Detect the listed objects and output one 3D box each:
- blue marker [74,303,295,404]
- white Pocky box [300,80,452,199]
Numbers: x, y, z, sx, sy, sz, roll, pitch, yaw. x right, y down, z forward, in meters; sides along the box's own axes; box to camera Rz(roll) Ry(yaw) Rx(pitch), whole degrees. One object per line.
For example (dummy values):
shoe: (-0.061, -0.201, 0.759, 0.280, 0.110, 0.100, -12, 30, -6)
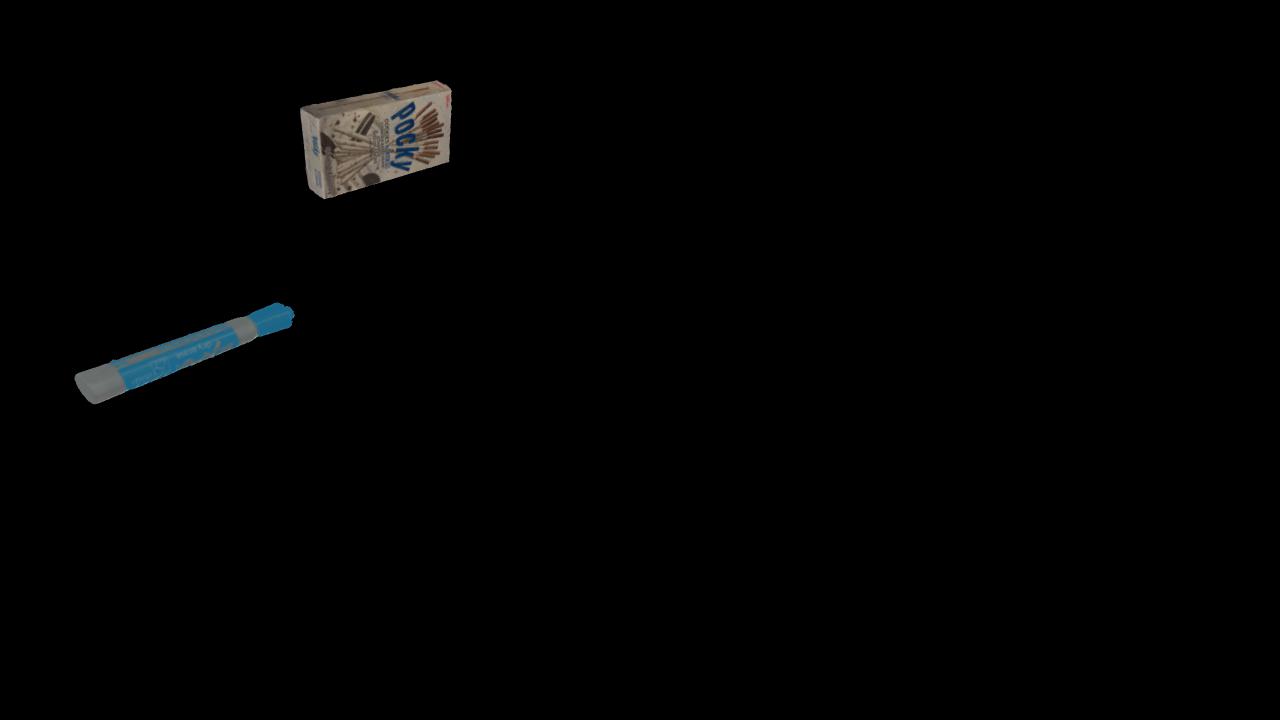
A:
blue marker: (-0.272, -0.008, 0.381, 0.020, 0.020, 0.121, 0, 24, 33)
white Pocky box: (-0.253, -0.218, 0.604, 0.028, 0.084, 0.154, 34, 44, 16)
